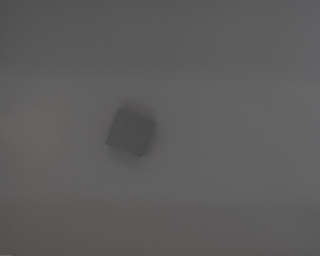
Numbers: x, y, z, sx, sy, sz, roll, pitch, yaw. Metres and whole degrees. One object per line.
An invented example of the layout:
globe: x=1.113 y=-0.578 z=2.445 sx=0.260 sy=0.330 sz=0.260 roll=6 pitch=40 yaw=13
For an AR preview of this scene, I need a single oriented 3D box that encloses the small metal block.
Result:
small metal block: x=-0.039 y=0.006 z=0.411 sx=0.050 sy=0.025 sz=0.050 roll=21 pitch=90 yaw=0
